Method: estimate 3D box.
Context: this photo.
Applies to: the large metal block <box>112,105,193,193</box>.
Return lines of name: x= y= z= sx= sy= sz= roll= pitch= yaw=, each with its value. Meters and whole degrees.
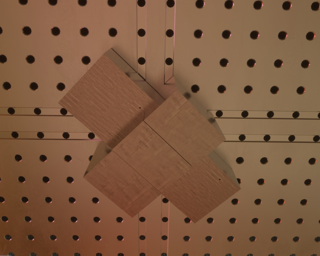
large metal block: x=-0.008 y=0.021 z=0.392 sx=0.050 sy=0.080 sz=0.080 roll=-42 pitch=105 yaw=14

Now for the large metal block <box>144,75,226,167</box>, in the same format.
large metal block: x=0.028 y=-0.012 z=0.381 sx=0.050 sy=0.080 sz=0.080 roll=-42 pitch=105 yaw=14

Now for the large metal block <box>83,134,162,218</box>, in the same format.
large metal block: x=-0.044 y=0.054 z=0.404 sx=0.050 sy=0.080 sz=0.080 roll=-42 pitch=105 yaw=14

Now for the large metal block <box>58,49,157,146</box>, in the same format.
large metal block: x=-0.061 y=-0.038 z=0.382 sx=0.080 sy=0.050 sz=0.080 roll=-43 pitch=105 yaw=15

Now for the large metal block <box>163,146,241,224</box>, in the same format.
large metal block: x=0.049 y=0.069 z=0.426 sx=0.080 sy=0.050 sz=0.080 roll=-42 pitch=105 yaw=14
